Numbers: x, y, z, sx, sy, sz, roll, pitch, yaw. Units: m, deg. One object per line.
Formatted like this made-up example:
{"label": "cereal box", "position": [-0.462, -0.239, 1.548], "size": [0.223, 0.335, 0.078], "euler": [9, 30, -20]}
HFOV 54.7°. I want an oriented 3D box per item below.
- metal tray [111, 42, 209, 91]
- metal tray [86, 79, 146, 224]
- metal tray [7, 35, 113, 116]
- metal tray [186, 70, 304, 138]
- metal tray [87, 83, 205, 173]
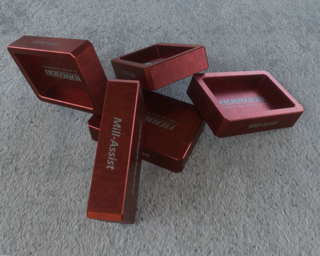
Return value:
{"label": "metal tray", "position": [-0.005, -0.092, 0.440], "size": [0.091, 0.030, 0.130], "euler": [-25, 26, -20]}
{"label": "metal tray", "position": [-0.038, 0.028, 0.313], "size": [0.030, 0.090, 0.130], "euler": [4, 71, 4]}
{"label": "metal tray", "position": [-0.127, -0.069, 0.399], "size": [0.130, 0.090, 0.030], "euler": [14, 50, 32]}
{"label": "metal tray", "position": [0.112, -0.036, 0.412], "size": [0.131, 0.030, 0.090], "euler": [-7, 49, -26]}
{"label": "metal tray", "position": [-0.015, -0.005, 0.405], "size": [0.130, 0.030, 0.090], "euler": [20, 53, 15]}
